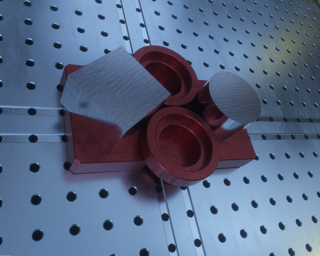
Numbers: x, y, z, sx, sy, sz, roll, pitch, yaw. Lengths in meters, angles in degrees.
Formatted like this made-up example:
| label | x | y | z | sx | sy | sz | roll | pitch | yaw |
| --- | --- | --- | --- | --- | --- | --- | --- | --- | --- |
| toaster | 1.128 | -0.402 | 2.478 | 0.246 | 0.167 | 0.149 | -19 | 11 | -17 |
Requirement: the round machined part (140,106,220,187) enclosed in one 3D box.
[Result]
| label | x | y | z | sx | sy | sz | roll | pitch | yaw |
| --- | --- | --- | --- | --- | --- | --- | --- | --- | --- |
| round machined part | 0.021 | 0.025 | 0.381 | 0.099 | 0.042 | 0.098 | 14 | 56 | -21 |

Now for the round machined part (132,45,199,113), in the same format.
| label | x | y | z | sx | sy | sz | roll | pitch | yaw |
| --- | --- | --- | --- | --- | --- | --- | --- | --- | --- |
| round machined part | 0.000 | -0.061 | 0.423 | 0.099 | 0.042 | 0.098 | 14 | 56 | -21 |

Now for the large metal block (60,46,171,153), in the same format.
| label | x | y | z | sx | sy | sz | roll | pitch | yaw |
| --- | --- | --- | --- | --- | --- | --- | --- | --- | --- |
| large metal block | -0.049 | -0.033 | 0.347 | 0.080 | 0.050 | 0.080 | 45 | 51 | 3 |

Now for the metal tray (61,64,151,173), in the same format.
| label | x | y | z | sx | sy | sz | roll | pitch | yaw |
| --- | --- | --- | --- | --- | --- | --- | --- | --- | --- |
| metal tray | -0.067 | -0.013 | 0.376 | 0.091 | 0.030 | 0.130 | 1 | 61 | -29 |

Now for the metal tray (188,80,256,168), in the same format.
| label | x | y | z | sx | sy | sz | roll | pitch | yaw |
| --- | --- | --- | --- | --- | --- | --- | --- | --- | --- |
| metal tray | 0.076 | -0.008 | 0.448 | 0.091 | 0.030 | 0.130 | 1 | 61 | -28 |

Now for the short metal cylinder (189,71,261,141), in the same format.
| label | x | y | z | sx | sy | sz | roll | pitch | yaw |
| --- | --- | --- | --- | --- | --- | --- | --- | --- | --- |
| short metal cylinder | 0.087 | -0.029 | 0.417 | 0.081 | 0.050 | 0.080 | 14 | 56 | -21 |
